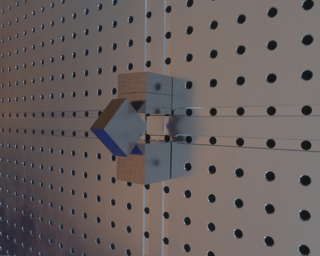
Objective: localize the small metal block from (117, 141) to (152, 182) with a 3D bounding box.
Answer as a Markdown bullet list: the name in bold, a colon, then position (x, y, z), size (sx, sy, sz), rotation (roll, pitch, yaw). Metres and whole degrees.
- **small metal block**: position (-0.031, 0.043, 0.416), size (0.025, 0.050, 0.050), rotation (2, 91, 40)

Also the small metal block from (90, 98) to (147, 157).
- **small metal block**: position (-0.049, -0.001, 0.377), size (0.025, 0.050, 0.050), rotation (1, 48, 40)

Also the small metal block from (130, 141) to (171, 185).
- **small metal block**: position (-0.012, 0.043, 0.399), size (0.025, 0.050, 0.050), rotation (2, 91, 40)

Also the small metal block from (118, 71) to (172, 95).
- **small metal block**: position (-0.019, -0.057, 0.406), size (0.050, 0.050, 0.025), rotation (3, 92, 39)

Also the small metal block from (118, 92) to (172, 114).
- **small metal block**: position (-0.020, -0.031, 0.407), size (0.050, 0.050, 0.025), rotation (3, 92, 39)
